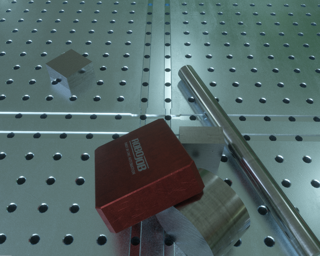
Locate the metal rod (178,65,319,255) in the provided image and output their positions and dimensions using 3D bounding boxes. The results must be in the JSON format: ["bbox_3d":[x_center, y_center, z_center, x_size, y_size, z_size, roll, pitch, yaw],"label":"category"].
[{"bbox_3d":[0.096,0.019,0.392,0.025,0.025,0.300,-17,52,-14],"label":"metal rod"}]

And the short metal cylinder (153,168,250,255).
[{"bbox_3d":[0.039,0.086,0.301,0.050,0.080,0.080,-36,59,-26],"label":"short metal cylinder"}]

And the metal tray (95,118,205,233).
[{"bbox_3d":[-0.019,0.039,0.318,0.090,0.030,0.130,-25,22,-3],"label":"metal tray"}]

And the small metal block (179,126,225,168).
[{"bbox_3d":[0.048,0.024,0.372,0.050,0.050,0.025,0,50,0],"label":"small metal block"}]

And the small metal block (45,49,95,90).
[{"bbox_3d":[-0.139,-0.092,0.483,0.050,0.025,0.050,33,57,24],"label":"small metal block"}]
